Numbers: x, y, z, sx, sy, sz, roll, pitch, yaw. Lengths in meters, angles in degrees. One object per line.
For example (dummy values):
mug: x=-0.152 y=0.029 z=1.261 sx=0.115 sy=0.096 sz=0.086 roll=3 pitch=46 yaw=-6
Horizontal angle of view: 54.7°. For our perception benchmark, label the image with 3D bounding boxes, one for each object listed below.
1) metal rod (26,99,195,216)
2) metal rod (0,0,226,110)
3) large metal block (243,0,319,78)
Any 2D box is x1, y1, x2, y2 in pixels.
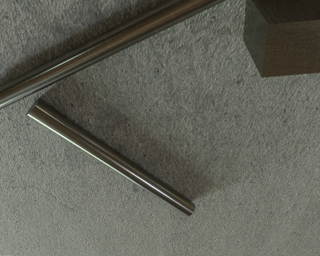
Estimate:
metal rod: x=-0.054 y=0.056 z=0.454 sx=0.025 sy=0.025 sz=0.301 roll=-36 pitch=122 yaw=26
metal rod: x=-0.077 y=-0.081 z=0.336 sx=0.300 sy=0.025 sz=0.025 roll=-21 pitch=127 yaw=16
large metal block: x=0.130 y=-0.093 z=0.294 sx=0.080 sy=0.080 sz=0.050 roll=-4 pitch=130 yaw=3
